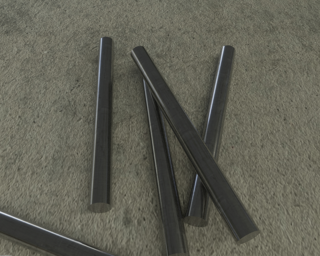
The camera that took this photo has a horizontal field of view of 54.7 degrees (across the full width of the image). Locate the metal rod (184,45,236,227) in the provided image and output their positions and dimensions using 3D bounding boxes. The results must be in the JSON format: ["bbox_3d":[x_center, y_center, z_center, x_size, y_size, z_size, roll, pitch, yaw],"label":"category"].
[{"bbox_3d":[0.074,-0.014,0.415,0.025,0.025,0.300,11,51,9],"label":"metal rod"}]

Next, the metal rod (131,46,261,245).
[{"bbox_3d":[0.025,-0.006,0.373,0.025,0.025,0.300,-17,52,-14],"label":"metal rod"}]

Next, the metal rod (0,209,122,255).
[{"bbox_3d":[-0.051,0.130,0.293,0.301,0.025,0.025,16,52,12],"label":"metal rod"}]

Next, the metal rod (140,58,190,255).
[{"bbox_3d":[-0.002,0.011,0.393,0.025,0.025,0.300,-6,50,-5],"label":"metal rod"}]

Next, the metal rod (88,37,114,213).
[{"bbox_3d":[-0.077,-0.029,0.426,0.025,0.025,0.300,-4,50,-3],"label":"metal rod"}]
